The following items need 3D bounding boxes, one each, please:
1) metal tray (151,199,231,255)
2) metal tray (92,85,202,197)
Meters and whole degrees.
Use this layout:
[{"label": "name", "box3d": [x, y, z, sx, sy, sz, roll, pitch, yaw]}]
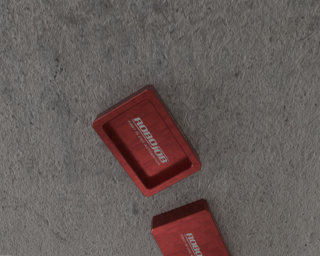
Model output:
[{"label": "metal tray", "box3d": [0.052, 0.181, 0.474, 0.090, 0.030, 0.129, -22, 109, 8]}, {"label": "metal tray", "box3d": [-0.015, 0.019, 0.413, 0.090, 0.030, 0.130, -31, 108, 10]}]
